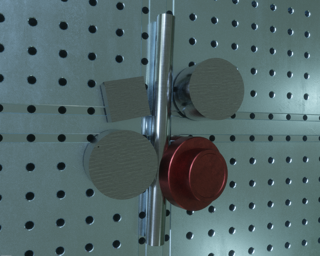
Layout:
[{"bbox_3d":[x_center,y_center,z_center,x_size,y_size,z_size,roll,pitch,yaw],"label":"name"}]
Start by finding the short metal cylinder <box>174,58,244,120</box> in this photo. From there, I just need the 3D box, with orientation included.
[{"bbox_3d":[0.065,-0.050,0.419,0.081,0.050,0.079,0,90,-20],"label":"short metal cylinder"}]

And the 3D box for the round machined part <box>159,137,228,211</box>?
[{"bbox_3d":[0.051,0.060,0.405,0.099,0.042,0.097,0,89,-36],"label":"round machined part"}]

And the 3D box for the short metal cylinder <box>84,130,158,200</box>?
[{"bbox_3d":[-0.049,0.042,0.377,0.081,0.050,0.079,0,90,-20],"label":"short metal cylinder"}]

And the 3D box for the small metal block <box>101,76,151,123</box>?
[{"bbox_3d":[-0.044,-0.036,0.392,0.050,0.025,0.050,-12,94,-20],"label":"small metal block"}]

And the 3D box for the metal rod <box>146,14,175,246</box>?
[{"bbox_3d":[0.001,0.002,0.409,0.025,0.025,0.298,3,89,-20],"label":"metal rod"}]
